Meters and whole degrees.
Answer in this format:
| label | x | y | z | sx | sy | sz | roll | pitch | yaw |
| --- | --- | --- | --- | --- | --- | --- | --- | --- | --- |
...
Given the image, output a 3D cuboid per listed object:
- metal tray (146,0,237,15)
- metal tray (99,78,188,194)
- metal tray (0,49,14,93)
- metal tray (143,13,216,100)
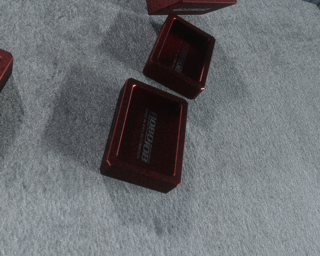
| label | x | y | z | sx | sy | sz | roll | pitch | yaw |
| --- | --- | --- | --- | --- | --- | --- | --- | --- | --- |
| metal tray | 0.054 | -0.216 | 0.523 | 0.131 | 0.090 | 0.030 | -15 | 103 | -34 |
| metal tray | -0.015 | 0.007 | 0.389 | 0.091 | 0.030 | 0.130 | 20 | 54 | -17 |
| metal tray | -0.217 | -0.038 | 0.306 | 0.091 | 0.030 | 0.130 | 21 | 54 | -16 |
| metal tray | 0.035 | -0.116 | 0.491 | 0.090 | 0.030 | 0.130 | 27 | 52 | -12 |
